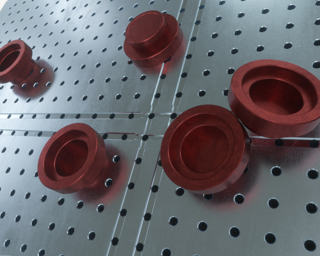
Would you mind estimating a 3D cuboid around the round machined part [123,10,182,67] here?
[{"bbox_3d":[-0.017,-0.149,0.499,0.098,0.042,0.098,-13,56,21],"label":"round machined part"}]

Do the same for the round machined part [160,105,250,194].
[{"bbox_3d":[0.053,0.026,0.349,0.098,0.042,0.098,-14,61,27],"label":"round machined part"}]

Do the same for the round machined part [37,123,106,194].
[{"bbox_3d":[-0.117,0.045,0.433,0.098,0.042,0.098,-13,56,21],"label":"round machined part"}]

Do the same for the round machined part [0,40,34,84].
[{"bbox_3d":[-0.300,-0.130,0.637,0.098,0.042,0.098,-13,56,21],"label":"round machined part"}]

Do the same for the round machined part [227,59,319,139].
[{"bbox_3d":[0.122,-0.027,0.334,0.099,0.042,0.098,1,50,-1],"label":"round machined part"}]
